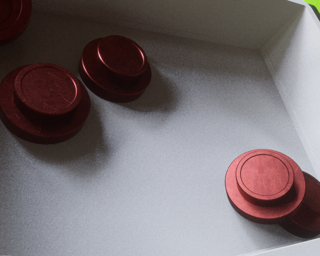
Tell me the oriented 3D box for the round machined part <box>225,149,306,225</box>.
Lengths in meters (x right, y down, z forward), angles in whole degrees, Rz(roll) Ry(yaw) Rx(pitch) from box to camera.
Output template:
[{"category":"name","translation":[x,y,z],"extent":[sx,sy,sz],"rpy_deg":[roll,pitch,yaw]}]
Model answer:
[{"category":"round machined part","translation":[0.132,0.068,0.394],"extent":[0.098,0.042,0.098],"rpy_deg":[-8,53,11]}]

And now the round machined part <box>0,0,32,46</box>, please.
[{"category":"round machined part","translation":[-0.202,-0.142,0.356],"extent":[0.099,0.042,0.097],"rpy_deg":[1,88,-27]}]

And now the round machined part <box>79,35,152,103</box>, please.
[{"category":"round machined part","translation":[-0.056,-0.086,0.418],"extent":[0.099,0.042,0.098],"rpy_deg":[14,56,-21]}]

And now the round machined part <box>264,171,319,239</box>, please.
[{"category":"round machined part","translation":[0.194,0.097,0.427],"extent":[0.099,0.042,0.098],"rpy_deg":[17,40,-14]}]

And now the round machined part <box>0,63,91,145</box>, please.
[{"category":"round machined part","translation":[-0.127,-0.034,0.348],"extent":[0.099,0.042,0.098],"rpy_deg":[14,56,-21]}]
